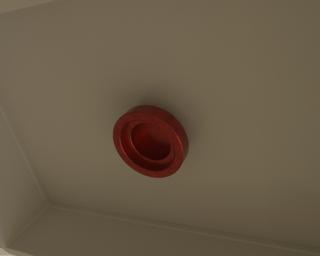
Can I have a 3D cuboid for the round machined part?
[{"bbox_3d":[-0.008,0.013,0.404,0.098,0.042,0.097,13,124,20],"label":"round machined part"}]
